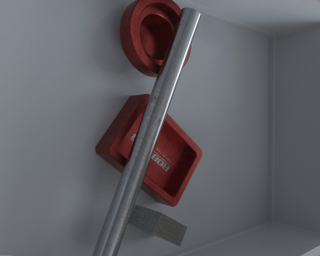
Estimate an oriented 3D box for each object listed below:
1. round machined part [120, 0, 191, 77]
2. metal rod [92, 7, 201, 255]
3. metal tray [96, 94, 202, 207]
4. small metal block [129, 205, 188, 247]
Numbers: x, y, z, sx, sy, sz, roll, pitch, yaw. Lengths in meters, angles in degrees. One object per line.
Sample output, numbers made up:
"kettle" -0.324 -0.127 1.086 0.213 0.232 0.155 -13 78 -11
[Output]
"round machined part" -0.009 -0.112 0.389 0.099 0.042 0.097 0 90 -40
"metal rod" -0.012 0.001 0.352 0.025 0.025 0.299 26 79 -37
"metal tray" -0.007 0.030 0.398 0.130 0.030 0.090 45 63 -31
"small metal block" -0.003 0.122 0.390 0.050 0.050 0.025 38 67 -34
